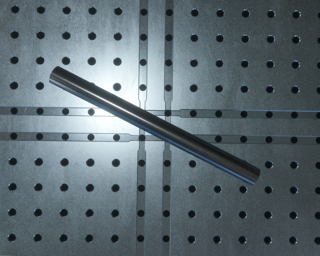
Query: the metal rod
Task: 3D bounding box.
[{"bbox_3d":[-0.006,-0.003,0.413,0.301,0.025,0.025,27,90,-1],"label":"metal rod"}]
